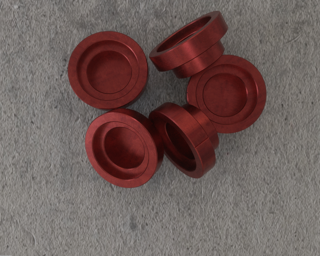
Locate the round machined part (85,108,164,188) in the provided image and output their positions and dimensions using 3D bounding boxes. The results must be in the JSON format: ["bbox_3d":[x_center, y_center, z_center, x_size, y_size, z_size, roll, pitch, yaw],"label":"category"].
[{"bbox_3d":[-0.040,0.022,0.388,0.098,0.042,0.097,8,111,21],"label":"round machined part"}]

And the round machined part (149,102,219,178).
[{"bbox_3d":[0.033,0.010,0.377,0.042,0.098,0.098,-35,90,-21],"label":"round machined part"}]

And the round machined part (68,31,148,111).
[{"bbox_3d":[-0.063,-0.070,0.399,0.099,0.042,0.097,0,86,0],"label":"round machined part"}]

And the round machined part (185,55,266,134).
[{"bbox_3d":[0.082,-0.042,0.401,0.099,0.042,0.097,0,90,-1],"label":"round machined part"}]

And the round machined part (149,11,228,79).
[{"bbox_3d":[0.039,-0.096,0.377,0.098,0.098,0.042,-35,112,0],"label":"round machined part"}]
